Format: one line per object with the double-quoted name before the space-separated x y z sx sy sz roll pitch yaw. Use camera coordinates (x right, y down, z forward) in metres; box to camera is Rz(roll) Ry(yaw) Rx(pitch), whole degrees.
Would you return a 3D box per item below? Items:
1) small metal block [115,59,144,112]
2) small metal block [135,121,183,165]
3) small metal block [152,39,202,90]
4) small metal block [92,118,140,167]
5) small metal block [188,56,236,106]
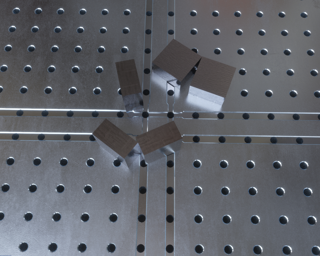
"small metal block" -0.040 -0.057 0.419 0.025 0.050 0.050 -12 71 -4
"small metal block" -0.001 0.020 0.391 0.050 0.050 0.025 -23 72 -8
"small metal block" 0.024 -0.092 0.445 0.050 0.025 0.050 36 74 12
"small metal block" -0.053 0.020 0.391 0.050 0.050 0.025 36 74 12
"small metal block" 0.073 -0.066 0.436 0.050 0.025 0.050 21 71 7
